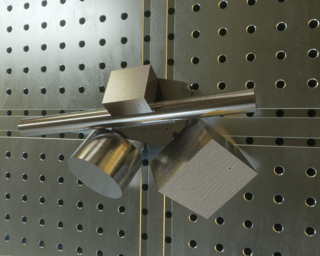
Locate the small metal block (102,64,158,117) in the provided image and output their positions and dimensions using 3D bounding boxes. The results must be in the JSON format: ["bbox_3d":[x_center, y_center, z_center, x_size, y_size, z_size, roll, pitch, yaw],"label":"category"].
[{"bbox_3d":[-0.033,-0.043,0.354,0.050,0.025,0.050,-6,53,20],"label":"small metal block"}]

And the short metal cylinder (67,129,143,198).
[{"bbox_3d":[-0.070,0.046,0.398,0.080,0.080,0.050,21,54,18],"label":"short metal cylinder"}]

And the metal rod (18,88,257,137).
[{"bbox_3d":[-0.042,-0.015,0.370,0.301,0.025,0.025,-6,88,20],"label":"metal rod"}]

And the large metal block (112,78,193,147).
[{"bbox_3d":[-0.010,-0.023,0.398,0.080,0.050,0.079,12,94,19],"label":"large metal block"}]

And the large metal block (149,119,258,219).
[{"bbox_3d":[0.048,0.046,0.356,0.080,0.050,0.080,36,106,-29],"label":"large metal block"}]
